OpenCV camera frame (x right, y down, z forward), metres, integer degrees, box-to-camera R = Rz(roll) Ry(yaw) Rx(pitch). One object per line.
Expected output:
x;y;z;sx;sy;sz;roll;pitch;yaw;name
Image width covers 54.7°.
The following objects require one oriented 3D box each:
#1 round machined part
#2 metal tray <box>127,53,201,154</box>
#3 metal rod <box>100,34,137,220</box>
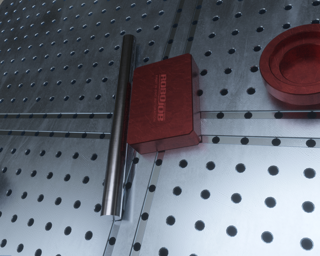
0.167;-0.067;0.351;0.098;0.042;0.098;-13;56;20;round machined part
0.006;-0.034;0.422;0.090;0.030;0.130;-11;57;21;metal tray
-0.055;-0.021;0.448;0.025;0.025;0.299;-12;57;21;metal rod
